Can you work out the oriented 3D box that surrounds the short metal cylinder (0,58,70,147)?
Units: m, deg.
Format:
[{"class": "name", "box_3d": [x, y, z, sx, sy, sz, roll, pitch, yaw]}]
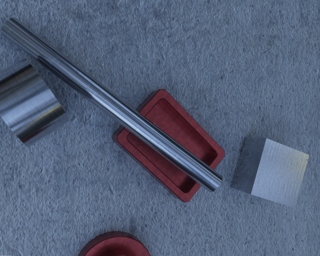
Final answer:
[{"class": "short metal cylinder", "box_3d": [-0.141, -0.026, 0.328, 0.050, 0.080, 0.080, -37, 102, -16]}]

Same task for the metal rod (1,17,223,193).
[{"class": "metal rod", "box_3d": [-0.051, -0.023, 0.362, 0.301, 0.025, 0.025, 38, 78, -6]}]

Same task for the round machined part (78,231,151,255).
[{"class": "round machined part", "box_3d": [-0.054, 0.182, 0.381, 0.099, 0.042, 0.097, 0, 90, -21]}]

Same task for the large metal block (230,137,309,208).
[{"class": "large metal block", "box_3d": [0.161, 0.064, 0.457, 0.081, 0.050, 0.080, 20, 83, -19]}]

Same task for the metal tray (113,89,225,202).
[{"class": "metal tray", "box_3d": [0.014, 0.024, 0.412, 0.130, 0.030, 0.090, 45, 76, -15]}]
